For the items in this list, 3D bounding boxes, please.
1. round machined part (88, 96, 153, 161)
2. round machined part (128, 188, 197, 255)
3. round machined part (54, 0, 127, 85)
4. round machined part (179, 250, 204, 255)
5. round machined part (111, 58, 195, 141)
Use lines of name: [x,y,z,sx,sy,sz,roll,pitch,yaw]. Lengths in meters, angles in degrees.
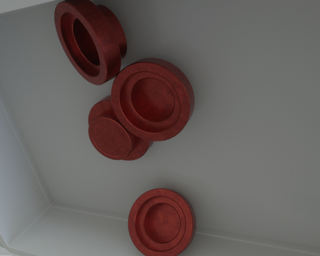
round machined part: [-0.060,0.006,0.433,0.098,0.042,0.097,13,124,21]
round machined part: [0.006,0.140,0.460,0.098,0.042,0.098,-5,74,17]
round machined part: [-0.076,-0.103,0.359,0.098,0.042,0.097,36,146,30]
round machined part: [0.052,0.248,0.526,0.098,0.042,0.097,13,124,21]
round machined part: [-0.005,-0.036,0.374,0.098,0.042,0.097,9,118,18]
